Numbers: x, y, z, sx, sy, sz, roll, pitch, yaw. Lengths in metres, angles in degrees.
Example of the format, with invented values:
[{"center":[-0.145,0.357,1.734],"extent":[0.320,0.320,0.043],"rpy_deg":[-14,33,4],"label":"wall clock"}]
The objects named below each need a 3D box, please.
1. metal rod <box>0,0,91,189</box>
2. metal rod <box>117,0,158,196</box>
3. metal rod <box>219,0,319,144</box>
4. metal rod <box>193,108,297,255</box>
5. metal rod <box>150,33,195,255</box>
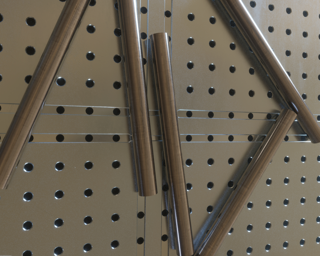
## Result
[{"center":[-0.129,-0.074,0.364],"extent":[0.025,0.025,0.299],"rpy_deg":[24,82,-19],"label":"metal rod"},{"center":[-0.031,-0.061,0.401],"extent":[0.025,0.025,0.298],"rpy_deg":[-7,93,-20],"label":"metal rod"},{"center":[0.172,-0.097,0.477],"extent":[0.025,0.025,0.300],"rpy_deg":[-42,104,-15],"label":"metal rod"},{"center":[0.121,0.097,0.459],"extent":[0.025,0.025,0.300],"rpy_deg":[39,77,-16],"label":"metal rod"},{"center":[0.017,0.024,0.419],"extent":[0.025,0.025,0.298],"rpy_deg":[-8,93,-20],"label":"metal rod"}]
